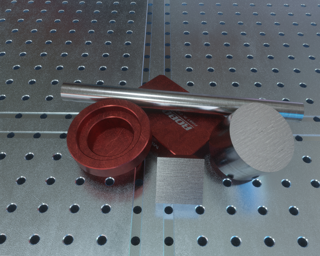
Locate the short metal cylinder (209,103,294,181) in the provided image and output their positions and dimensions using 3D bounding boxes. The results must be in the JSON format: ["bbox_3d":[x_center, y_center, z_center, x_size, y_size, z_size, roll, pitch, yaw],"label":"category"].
[{"bbox_3d":[0.105,0.017,0.358,0.081,0.050,0.080,6,68,-16],"label":"short metal cylinder"}]

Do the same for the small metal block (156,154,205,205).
[{"bbox_3d":[0.022,0.056,0.343,0.050,0.025,0.050,2,93,1],"label":"small metal block"}]

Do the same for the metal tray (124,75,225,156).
[{"bbox_3d":[0.015,-0.012,0.416,0.091,0.030,0.130,-36,59,-27],"label":"metal tray"}]

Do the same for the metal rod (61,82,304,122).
[{"bbox_3d":[0.025,-0.034,0.395,0.302,0.025,0.025,5,50,4],"label":"metal rod"}]

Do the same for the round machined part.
[{"bbox_3d":[-0.058,0.015,0.377,0.099,0.042,0.098,-2,56,4],"label":"round machined part"}]
